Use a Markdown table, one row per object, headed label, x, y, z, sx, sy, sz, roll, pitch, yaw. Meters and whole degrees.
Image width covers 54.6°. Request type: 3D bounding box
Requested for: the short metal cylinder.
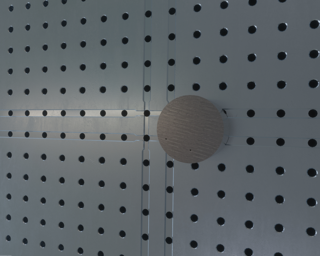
| label | x | y | z | sx | sy | sz | roll | pitch | yaw |
| --- | --- | --- | --- | --- | --- | --- | --- | --- | --- |
| short metal cylinder | 0.043 | 0.001 | 0.385 | 0.080 | 0.050 | 0.080 | 0 | 90 | 20 |
